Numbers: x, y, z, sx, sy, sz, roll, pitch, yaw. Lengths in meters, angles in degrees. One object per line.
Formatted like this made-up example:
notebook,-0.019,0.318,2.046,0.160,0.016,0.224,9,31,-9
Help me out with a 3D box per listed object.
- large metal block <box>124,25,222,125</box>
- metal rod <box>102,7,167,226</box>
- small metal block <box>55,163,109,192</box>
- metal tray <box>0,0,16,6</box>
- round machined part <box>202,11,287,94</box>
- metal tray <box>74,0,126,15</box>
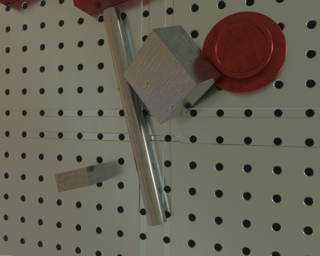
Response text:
large metal block,0.012,-0.064,0.377,0.080,0.050,0.080,54,136,12
metal rod,-0.036,-0.018,0.424,0.025,0.025,0.298,-14,85,19
small metal block,-0.109,0.069,0.436,0.050,0.050,0.025,-15,85,19
metal tray,-0.217,-0.262,0.484,0.130,0.030,0.090,-19,84,18
round machined part,0.098,-0.090,0.369,0.098,0.042,0.097,0,90,19
metal tray,-0.064,-0.225,0.431,0.130,0.030,0.089,-13,86,19
